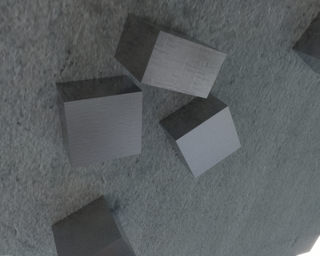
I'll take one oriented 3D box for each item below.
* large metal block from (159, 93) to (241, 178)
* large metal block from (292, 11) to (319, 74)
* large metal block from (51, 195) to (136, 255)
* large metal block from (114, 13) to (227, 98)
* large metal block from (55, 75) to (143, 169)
[{"bbox_3d":[0.057,0.009,0.429,0.080,0.050,0.080,-34,129,-7],"label":"large metal block"},{"bbox_3d":[0.258,-0.125,0.457,0.080,0.050,0.080,24,105,-37],"label":"large metal block"},{"bbox_3d":[-0.090,0.152,0.417,0.080,0.080,0.050,-30,129,-10],"label":"large metal block"},{"bbox_3d":[0.008,-0.077,0.329,0.081,0.080,0.050,9,114,-33],"label":"large metal block"},{"bbox_3d":[-0.067,-0.009,0.349,0.081,0.050,0.079,-11,123,-23],"label":"large metal block"}]
